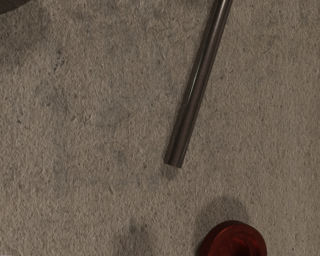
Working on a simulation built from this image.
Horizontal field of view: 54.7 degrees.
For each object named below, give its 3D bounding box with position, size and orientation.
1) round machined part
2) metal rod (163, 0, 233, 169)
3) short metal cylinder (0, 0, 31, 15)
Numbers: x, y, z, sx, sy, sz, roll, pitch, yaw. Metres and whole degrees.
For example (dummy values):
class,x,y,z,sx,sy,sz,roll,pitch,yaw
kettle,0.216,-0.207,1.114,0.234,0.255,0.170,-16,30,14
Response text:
class,x,y,z,sx,sy,sz,roll,pitch,yaw
round machined part,0.098,0.179,0.438,0.099,0.042,0.097,0,90,-21
metal rod,0.062,-0.090,0.433,0.025,0.025,0.299,20,83,-19
short metal cylinder,-0.165,-0.161,0.319,0.080,0.080,0.050,-37,102,-16
